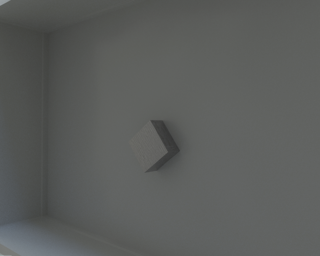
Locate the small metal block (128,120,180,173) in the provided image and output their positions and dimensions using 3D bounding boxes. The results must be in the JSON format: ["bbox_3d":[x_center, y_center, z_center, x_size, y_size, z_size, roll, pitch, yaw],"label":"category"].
[{"bbox_3d":[-0.009,0.024,0.415,0.050,0.025,0.050,-44,64,31],"label":"small metal block"}]
